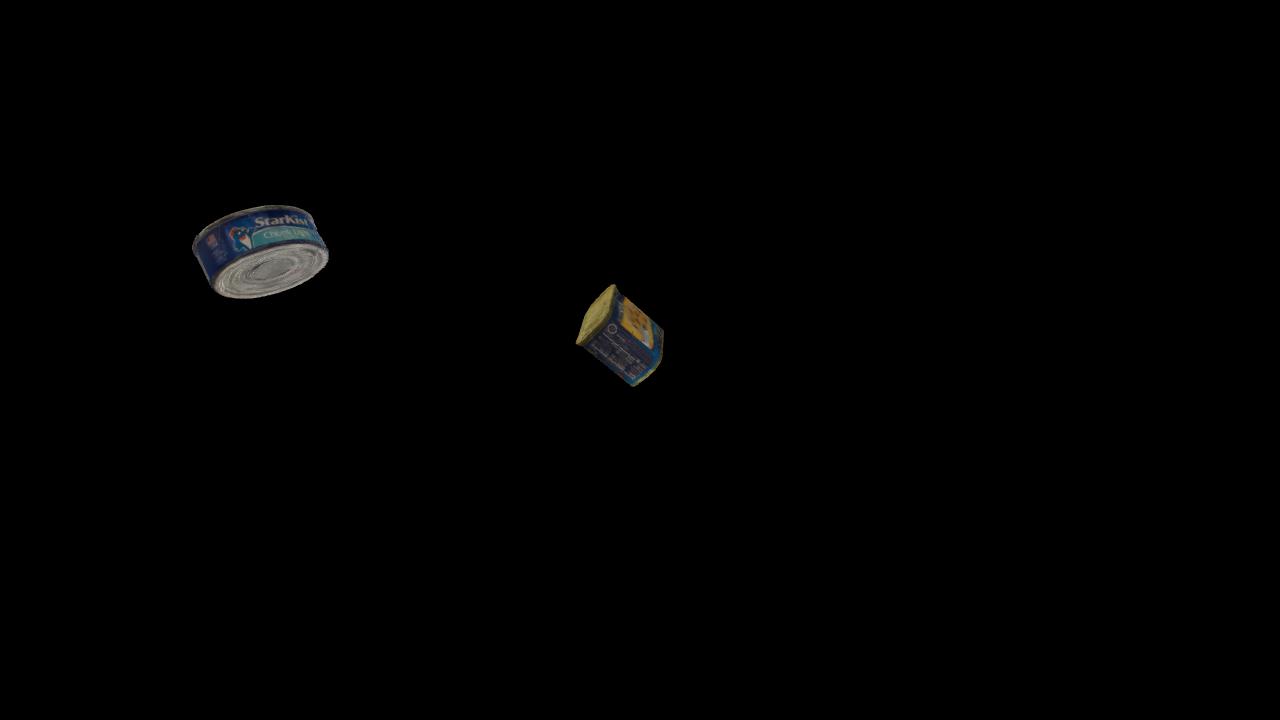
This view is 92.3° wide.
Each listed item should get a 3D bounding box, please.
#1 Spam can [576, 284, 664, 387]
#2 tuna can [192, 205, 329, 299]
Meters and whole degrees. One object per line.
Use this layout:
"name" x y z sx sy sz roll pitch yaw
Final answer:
"Spam can" -0.020 -0.029 0.715 0.085 0.058 0.101 39 25 -17
"tuna can" -0.283 -0.080 0.465 0.084 0.034 0.084 -28 -4 -2
